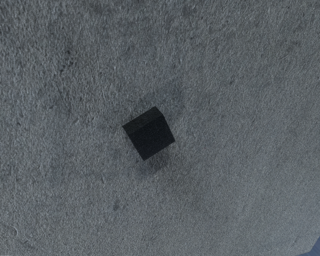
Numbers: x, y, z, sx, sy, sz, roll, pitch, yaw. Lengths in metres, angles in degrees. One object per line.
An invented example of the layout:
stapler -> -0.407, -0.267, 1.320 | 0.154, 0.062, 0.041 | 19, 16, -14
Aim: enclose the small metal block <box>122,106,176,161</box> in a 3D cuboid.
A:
small metal block -> -0.014, 0.007, 0.407 | 0.050, 0.025, 0.050 | -32, 129, -8
